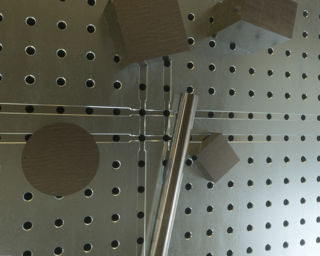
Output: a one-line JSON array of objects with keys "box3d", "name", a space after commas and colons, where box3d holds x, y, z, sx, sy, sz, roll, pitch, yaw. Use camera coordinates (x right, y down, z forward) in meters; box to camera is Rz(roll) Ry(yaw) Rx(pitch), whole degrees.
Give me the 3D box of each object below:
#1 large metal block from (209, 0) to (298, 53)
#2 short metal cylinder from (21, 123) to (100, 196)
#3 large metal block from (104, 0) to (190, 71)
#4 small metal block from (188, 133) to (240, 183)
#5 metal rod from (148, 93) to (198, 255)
[{"box3d": [0.127, -0.149, 0.432, 0.081, 0.080, 0.050, 12, 86, -20], "name": "large metal block"}, {"box3d": [-0.114, 0.034, 0.358, 0.081, 0.050, 0.079, 0, 90, -20], "name": "short metal cylinder"}, {"box3d": [-0.017, -0.125, 0.394, 0.081, 0.050, 0.080, -17, 96, -20], "name": "large metal block"}, {"box3d": [0.078, 0.042, 0.443, 0.050, 0.025, 0.050, -40, 103, -16], "name": "small metal block"}, {"box3d": [0.011, 0.100, 0.417, 0.025, 0.025, 0.298, 13, 86, -20], "name": "metal rod"}]
